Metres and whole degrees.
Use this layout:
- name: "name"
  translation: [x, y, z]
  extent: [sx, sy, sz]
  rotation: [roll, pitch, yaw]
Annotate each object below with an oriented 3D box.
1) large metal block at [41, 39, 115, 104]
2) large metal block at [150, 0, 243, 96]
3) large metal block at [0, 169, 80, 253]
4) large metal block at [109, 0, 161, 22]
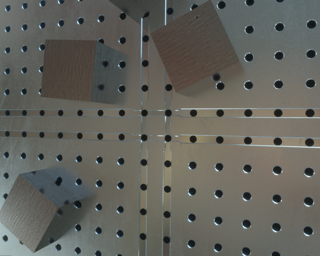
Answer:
- name: "large metal block"
  translation: [-0.116, -0.078, 0.439]
  extent: [0.080, 0.050, 0.079]
  rotation: [7, 92, 19]
- name: "large metal block"
  translation: [0.047, -0.094, 0.382]
  extent: [0.080, 0.050, 0.080]
  rotation: [-25, 82, 18]
- name: "large metal block"
  translation: [-0.181, 0.120, 0.461]
  extent: [0.080, 0.050, 0.080]
  rotation: [33, 101, 16]
- name: "large metal block"
  translation: [-0.029, -0.192, 0.393]
  extent: [0.080, 0.080, 0.050]
  rotation: [-38, 78, 16]
